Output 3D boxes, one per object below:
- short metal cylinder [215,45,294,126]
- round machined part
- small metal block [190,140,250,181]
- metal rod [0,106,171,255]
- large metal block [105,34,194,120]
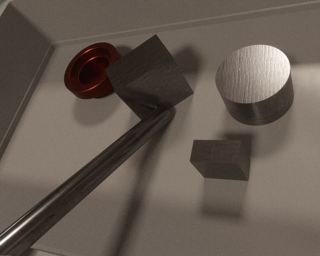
[{"bbox_3d":[0.111,-0.049,0.361,0.080,0.050,0.080,-13,56,20],"label":"short metal cylinder"},{"bbox_3d":[-0.101,-0.087,0.499,0.098,0.042,0.098,-13,56,20],"label":"round machined part"},{"bbox_3d":[0.066,0.035,0.333,0.050,0.050,0.025,0,62,27],"label":"small metal block"},{"bbox_3d":[-0.076,0.054,0.312,0.025,0.025,0.302,11,35,32],"label":"metal rod"},{"bbox_3d":[-0.012,-0.062,0.414,0.080,0.080,0.050,-33,52,6],"label":"large metal block"}]
